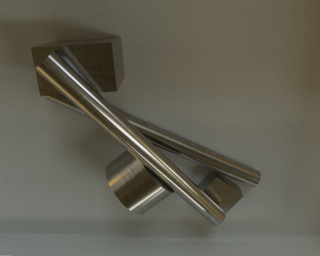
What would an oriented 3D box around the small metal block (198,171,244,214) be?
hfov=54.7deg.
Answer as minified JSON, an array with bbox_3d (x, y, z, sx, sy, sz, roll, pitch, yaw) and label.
[{"bbox_3d":[0.082,0.095,0.446,0.050,0.025,0.050,36,106,-13],"label":"small metal block"}]

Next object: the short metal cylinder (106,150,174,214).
[{"bbox_3d":[-0.024,0.064,0.403,0.050,0.080,0.080,-38,106,12],"label":"short metal cylinder"}]

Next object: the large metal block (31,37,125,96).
[{"bbox_3d":[-0.087,-0.073,0.353,0.081,0.080,0.050,-3,110,1],"label":"large metal block"}]

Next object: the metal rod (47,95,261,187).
[{"bbox_3d":[-0.001,0.013,0.415,0.302,0.025,0.025,24,108,-9],"label":"metal rod"}]

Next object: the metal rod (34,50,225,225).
[{"bbox_3d":[-0.015,0.030,0.359,0.025,0.025,0.300,-38,119,13],"label":"metal rod"}]
